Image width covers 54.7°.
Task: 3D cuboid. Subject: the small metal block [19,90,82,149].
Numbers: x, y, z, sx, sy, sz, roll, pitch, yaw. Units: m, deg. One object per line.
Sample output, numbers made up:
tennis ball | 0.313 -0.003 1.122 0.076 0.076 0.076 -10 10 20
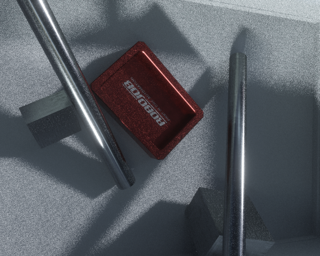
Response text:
small metal block | -0.122 -0.009 0.350 0.050 0.050 0.025 -27 60 -18

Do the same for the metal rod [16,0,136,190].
metal rod | -0.093 -0.053 0.329 0.025 0.025 0.299 -31 118 -17

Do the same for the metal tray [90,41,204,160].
metal tray | -0.016 -0.034 0.402 0.090 0.030 0.130 -46 105 -14

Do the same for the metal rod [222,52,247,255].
metal rod | 0.096 0.029 0.389 0.025 0.025 0.299 19 61 -19

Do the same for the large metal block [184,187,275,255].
large metal block | 0.088 0.129 0.408 0.081 0.080 0.050 14 118 -20
